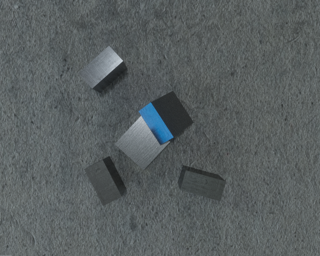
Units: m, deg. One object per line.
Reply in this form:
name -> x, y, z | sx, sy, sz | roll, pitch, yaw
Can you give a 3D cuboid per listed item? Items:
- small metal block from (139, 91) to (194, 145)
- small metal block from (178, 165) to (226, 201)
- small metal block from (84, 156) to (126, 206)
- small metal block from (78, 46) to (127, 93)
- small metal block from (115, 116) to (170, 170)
small metal block -> 0.009, -0.014, 0.395 | 0.025, 0.050, 0.050 | -33, 90, 42
small metal block -> 0.052, 0.069, 0.398 | 0.050, 0.050, 0.025 | 16, 90, 0
small metal block -> -0.069, 0.066, 0.397 | 0.025, 0.050, 0.050 | -27, 90, 0
small metal block -> -0.071, -0.073, 0.397 | 0.050, 0.050, 0.025 | -42, 90, 0
small metal block -> -0.022, 0.019, 0.410 | 0.050, 0.025, 0.050 | 43, 90, 0
